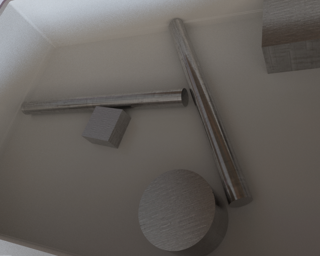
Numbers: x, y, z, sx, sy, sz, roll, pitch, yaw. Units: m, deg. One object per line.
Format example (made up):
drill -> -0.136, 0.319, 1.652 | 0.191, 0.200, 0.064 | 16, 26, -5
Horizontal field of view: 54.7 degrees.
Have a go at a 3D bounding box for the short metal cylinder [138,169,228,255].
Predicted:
short metal cylinder -> 0.025, 0.089, 0.321 | 0.080, 0.050, 0.080 | -13, 56, 20

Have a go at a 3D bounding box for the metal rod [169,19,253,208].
metal rod -> 0.054, -0.043, 0.402 | 0.025, 0.025, 0.299 | -23, 53, 14

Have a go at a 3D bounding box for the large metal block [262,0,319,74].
large metal block -> 0.169, -0.117, 0.372 | 0.080, 0.050, 0.080 | -3, 60, 26

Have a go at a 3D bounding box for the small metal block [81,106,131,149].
small metal block -> -0.077, -0.002, 0.445 | 0.050, 0.025, 0.050 | 9, 66, 31

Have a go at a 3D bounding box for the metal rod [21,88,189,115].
metal rod -> -0.101, -0.038, 0.479 | 0.300, 0.025, 0.025 | -1, 61, 27
